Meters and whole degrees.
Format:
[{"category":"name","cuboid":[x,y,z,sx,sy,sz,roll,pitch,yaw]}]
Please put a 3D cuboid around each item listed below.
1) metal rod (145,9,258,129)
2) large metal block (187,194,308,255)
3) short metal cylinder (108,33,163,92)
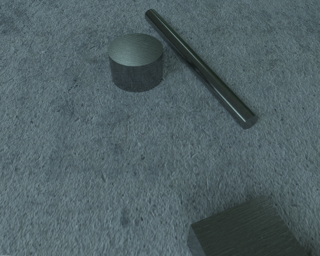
[{"category":"metal rod","cuboid":[0.051,-0.109,0.495,0.025,0.025,0.300,-21,53,-17]},{"category":"large metal block","cuboid":[0.080,0.120,0.287,0.081,0.050,0.080,-18,52,-15]},{"category":"short metal cylinder","cuboid":[-0.036,-0.100,0.470,0.081,0.050,0.080,0,50,0]}]
